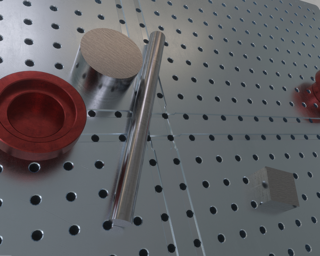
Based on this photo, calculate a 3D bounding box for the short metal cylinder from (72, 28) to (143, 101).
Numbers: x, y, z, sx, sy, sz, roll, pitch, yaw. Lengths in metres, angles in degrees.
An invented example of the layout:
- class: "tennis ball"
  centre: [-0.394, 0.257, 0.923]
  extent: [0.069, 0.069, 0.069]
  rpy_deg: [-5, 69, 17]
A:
- class: "short metal cylinder"
  centre: [-0.069, -0.083, 0.405]
  extent: [0.081, 0.050, 0.080]
  rpy_deg: [13, 56, -21]

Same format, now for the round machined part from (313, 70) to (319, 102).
- class: "round machined part"
  centre: [0.357, -0.079, 0.638]
  extent: [0.099, 0.042, 0.098]
  rpy_deg: [14, 56, -21]

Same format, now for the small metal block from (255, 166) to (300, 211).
- class: "small metal block"
  centre: [0.167, 0.088, 0.445]
  extent: [0.050, 0.025, 0.050]
  rpy_deg: [16, 55, -19]

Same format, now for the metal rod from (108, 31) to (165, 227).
- class: "metal rod"
  centre: [-0.023, -0.023, 0.409]
  extent: [0.025, 0.025, 0.300]
  rpy_deg: [20, 54, -16]

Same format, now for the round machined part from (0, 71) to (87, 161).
- class: "round machined part"
  centre: [-0.133, -0.010, 0.332]
  extent: [0.099, 0.042, 0.098]
  rpy_deg: [14, 56, -21]
